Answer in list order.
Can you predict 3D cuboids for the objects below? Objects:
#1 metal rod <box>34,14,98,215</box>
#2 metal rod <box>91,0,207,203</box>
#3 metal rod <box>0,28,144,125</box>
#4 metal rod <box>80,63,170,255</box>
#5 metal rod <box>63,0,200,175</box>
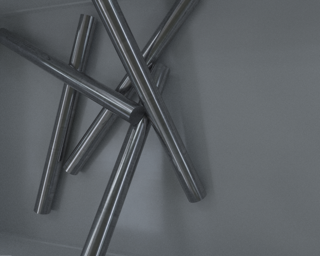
[{"bbox_3d":[-0.141,-0.016,0.460,0.025,0.025,0.298,17,96,19],"label":"metal rod"},{"bbox_3d":[-0.015,-0.043,0.361,0.025,0.025,0.299,-21,104,19],"label":"metal rod"},{"bbox_3d":[-0.141,-0.082,0.430,0.300,0.025,0.025,31,100,28],"label":"metal rod"},{"bbox_3d":[-0.044,0.054,0.361,0.025,0.025,0.300,12,69,19],"label":"metal rod"},{"bbox_3d":[-0.044,-0.056,0.426,0.025,0.025,0.299,40,102,15],"label":"metal rod"}]
